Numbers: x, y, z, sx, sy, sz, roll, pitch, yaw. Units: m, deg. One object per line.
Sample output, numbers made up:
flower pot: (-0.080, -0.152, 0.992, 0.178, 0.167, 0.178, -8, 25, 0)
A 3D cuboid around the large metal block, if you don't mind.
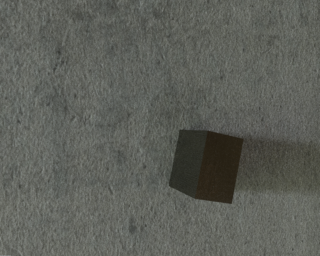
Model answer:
large metal block: (0.057, 0.047, 0.402, 0.050, 0.080, 0.080, 13, 86, -20)
